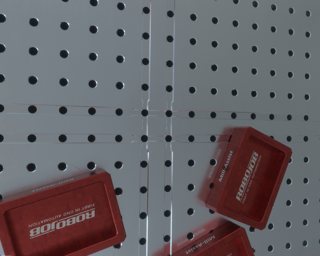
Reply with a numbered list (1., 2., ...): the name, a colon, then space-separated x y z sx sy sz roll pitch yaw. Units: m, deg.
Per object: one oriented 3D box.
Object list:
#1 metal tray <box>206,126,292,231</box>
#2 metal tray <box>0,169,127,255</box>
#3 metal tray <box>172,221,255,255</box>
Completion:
1. metal tray: 0.133 0.073 0.458 0.090 0.030 0.130 26 81 -18
2. metal tray: -0.115 0.110 0.367 0.131 0.030 0.090 -15 95 -19
3. metal tray: 0.073 0.203 0.436 0.131 0.030 0.090 -23 98 -19
